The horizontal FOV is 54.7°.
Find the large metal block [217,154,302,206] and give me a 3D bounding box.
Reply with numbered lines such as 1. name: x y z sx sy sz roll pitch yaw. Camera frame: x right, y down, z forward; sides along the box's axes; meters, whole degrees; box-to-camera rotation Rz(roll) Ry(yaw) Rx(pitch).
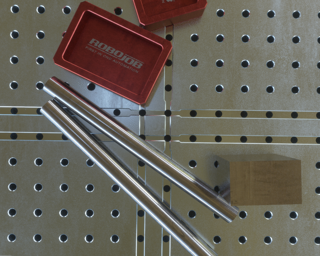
1. large metal block: 0.119 0.061 0.388 0.081 0.080 0.050 -1 90 -1

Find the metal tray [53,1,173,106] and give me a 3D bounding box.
1. metal tray: -0.060 -0.096 0.409 0.131 0.030 0.090 26 90 -1

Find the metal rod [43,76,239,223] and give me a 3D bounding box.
1. metal rod: -0.024 0.029 0.413 0.301 0.025 0.025 36 90 -1

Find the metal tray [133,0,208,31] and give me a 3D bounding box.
1. metal tray: 0.000 -0.204 0.410 0.090 0.030 0.129 -17 90 -1

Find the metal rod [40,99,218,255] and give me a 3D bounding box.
1. metal rod: -0.041 0.074 0.412 0.300 0.025 0.025 44 90 -1
